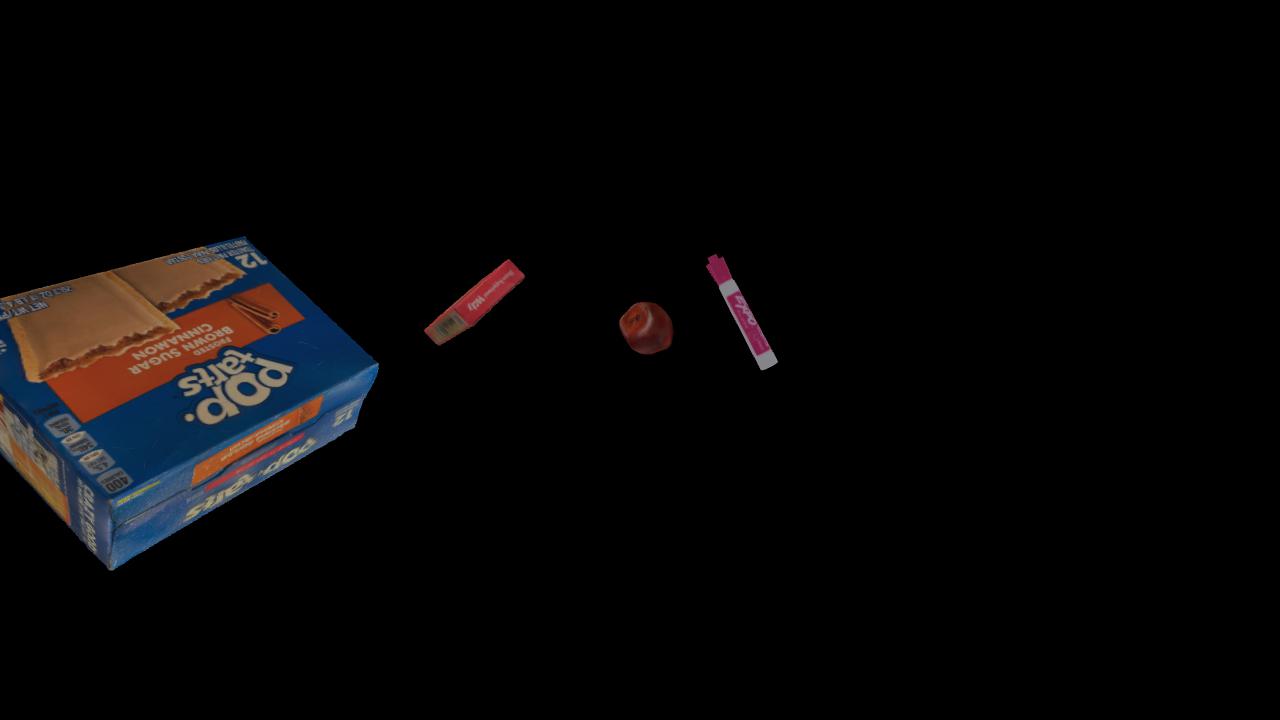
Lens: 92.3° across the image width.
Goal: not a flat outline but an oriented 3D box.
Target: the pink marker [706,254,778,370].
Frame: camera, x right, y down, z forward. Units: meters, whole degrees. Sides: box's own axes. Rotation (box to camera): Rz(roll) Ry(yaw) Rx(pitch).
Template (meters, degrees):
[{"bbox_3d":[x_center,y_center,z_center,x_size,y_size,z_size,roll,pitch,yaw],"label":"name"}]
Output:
[{"bbox_3d":[0.097,-0.047,0.595,0.020,0.121,0.020,-28,2,1],"label":"pink marker"}]

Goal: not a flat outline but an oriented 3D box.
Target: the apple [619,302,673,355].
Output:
[{"bbox_3d":[0.013,-0.047,0.934,0.079,0.079,0.093,0,-21,30],"label":"apple"}]

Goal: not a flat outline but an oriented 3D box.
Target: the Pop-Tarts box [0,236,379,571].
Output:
[{"bbox_3d":[-0.288,0.014,0.390,0.083,0.141,0.167,-52,-7,38],"label":"Pop-Tarts box"}]

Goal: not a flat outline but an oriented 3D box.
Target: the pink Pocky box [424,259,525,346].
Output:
[{"bbox_3d":[-0.192,-0.062,0.703,0.084,0.029,0.155,-49,18,-26],"label":"pink Pocky box"}]
